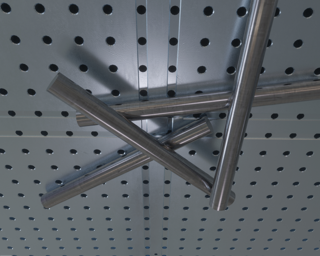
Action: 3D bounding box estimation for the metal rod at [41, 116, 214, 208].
[{"bbox_3d":[-0.061,0.058,0.459,0.300,0.025,0.025,-27,125,20],"label":"metal rod"}]

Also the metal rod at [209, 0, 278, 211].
[{"bbox_3d":[0.092,-0.022,0.359,0.025,0.025,0.298,3,120,-3],"label":"metal rod"}]

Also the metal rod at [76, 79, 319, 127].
[{"bbox_3d":[0.046,-0.030,0.385,0.301,0.025,0.025,-6,130,5],"label":"metal rod"}]

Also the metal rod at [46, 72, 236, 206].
[{"bbox_3d":[-0.006,0.028,0.400,0.301,0.025,0.025,36,122,-27],"label":"metal rod"}]
